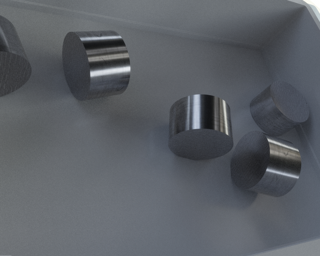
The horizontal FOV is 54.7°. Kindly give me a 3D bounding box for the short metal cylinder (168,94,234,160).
[{"bbox_3d":[0.052,0.001,0.399,0.081,0.080,0.050,16,55,-20],"label":"short metal cylinder"}]

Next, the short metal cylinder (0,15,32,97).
[{"bbox_3d":[-0.181,-0.072,0.317,0.081,0.080,0.050,-16,71,-35],"label":"short metal cylinder"}]

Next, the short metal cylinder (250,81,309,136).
[{"bbox_3d":[0.200,-0.032,0.520,0.081,0.050,0.080,14,56,-21],"label":"short metal cylinder"}]

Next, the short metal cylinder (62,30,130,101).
[{"bbox_3d":[-0.079,-0.076,0.376,0.050,0.080,0.080,-15,70,-34],"label":"short metal cylinder"}]

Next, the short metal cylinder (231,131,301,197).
[{"bbox_3d":[0.140,0.049,0.419,0.050,0.080,0.080,17,55,-19],"label":"short metal cylinder"}]
